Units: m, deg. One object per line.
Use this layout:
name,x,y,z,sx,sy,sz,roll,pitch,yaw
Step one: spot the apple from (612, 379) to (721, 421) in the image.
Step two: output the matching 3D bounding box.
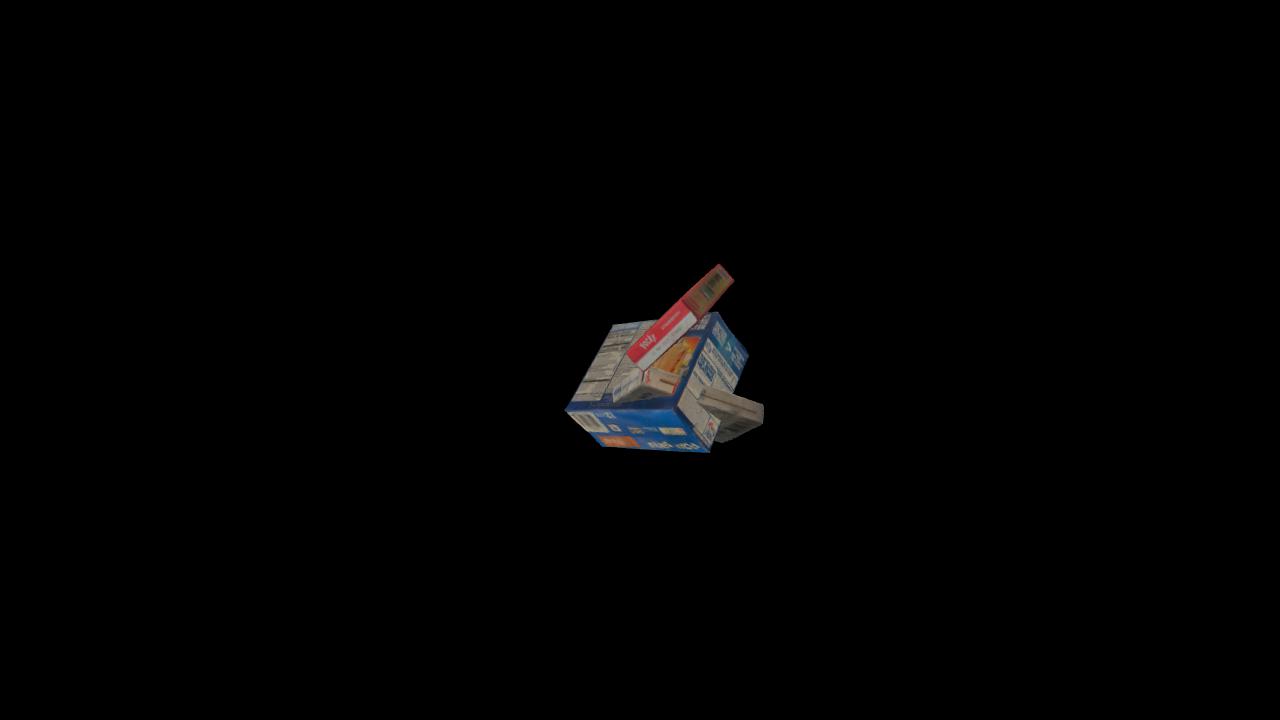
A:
apple,0.070,-0.023,0.764,0.079,0.079,0.093,0,11,20

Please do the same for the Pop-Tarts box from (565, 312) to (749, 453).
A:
Pop-Tarts box,0.020,0.027,0.727,0.167,0.141,0.083,-4,-42,41

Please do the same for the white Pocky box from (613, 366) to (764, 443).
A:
white Pocky box,0.052,0.052,0.687,0.154,0.028,0.084,19,-29,-20

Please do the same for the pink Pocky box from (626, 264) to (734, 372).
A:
pink Pocky box,0.046,-0.048,0.643,0.084,0.029,0.155,-43,2,30
